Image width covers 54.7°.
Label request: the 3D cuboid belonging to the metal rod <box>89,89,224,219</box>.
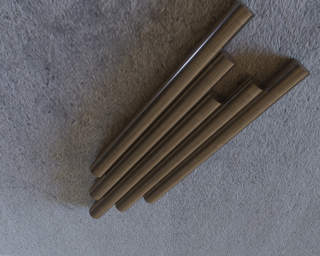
[{"bbox_3d":[-0.021,0.053,0.454,0.025,0.025,0.299,29,124,-23],"label":"metal rod"}]

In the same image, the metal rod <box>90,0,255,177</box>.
[{"bbox_3d":[-0.004,-0.029,0.384,0.025,0.025,0.299,29,124,-23],"label":"metal rod"}]

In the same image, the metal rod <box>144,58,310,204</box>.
[{"bbox_3d":[0.072,0.021,0.427,0.025,0.025,0.299,29,124,-23],"label":"metal rod"}]

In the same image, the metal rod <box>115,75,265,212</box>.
[{"bbox_3d":[0.025,0.038,0.441,0.025,0.025,0.299,29,124,-23],"label":"metal rod"}]

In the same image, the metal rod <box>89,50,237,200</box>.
[{"bbox_3d":[-0.013,0.013,0.419,0.025,0.025,0.299,29,124,-23],"label":"metal rod"}]
